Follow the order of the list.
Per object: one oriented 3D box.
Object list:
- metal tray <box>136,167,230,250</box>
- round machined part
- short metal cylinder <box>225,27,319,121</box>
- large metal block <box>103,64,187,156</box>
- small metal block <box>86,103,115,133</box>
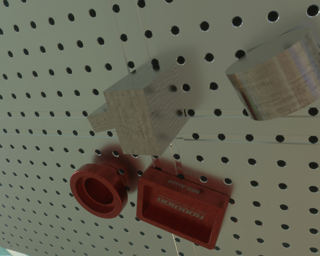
[{"bbox_3d":[0.030,0.121,0.466,0.130,0.030,0.089,18,126,17],"label":"metal tray"},{"bbox_3d":[-0.095,0.098,0.511,0.098,0.042,0.097,13,124,21],"label":"round machined part"},{"bbox_3d":[0.109,-0.050,0.288,0.080,0.080,0.050,-23,106,36],"label":"short metal cylinder"},{"bbox_3d":[-0.013,-0.023,0.368,0.050,0.080,0.080,0,119,28],"label":"large metal block"},{"bbox_3d":[-0.060,-0.020,0.414,0.050,0.050,0.025,-13,112,33],"label":"small metal block"}]
